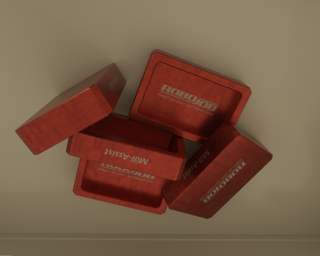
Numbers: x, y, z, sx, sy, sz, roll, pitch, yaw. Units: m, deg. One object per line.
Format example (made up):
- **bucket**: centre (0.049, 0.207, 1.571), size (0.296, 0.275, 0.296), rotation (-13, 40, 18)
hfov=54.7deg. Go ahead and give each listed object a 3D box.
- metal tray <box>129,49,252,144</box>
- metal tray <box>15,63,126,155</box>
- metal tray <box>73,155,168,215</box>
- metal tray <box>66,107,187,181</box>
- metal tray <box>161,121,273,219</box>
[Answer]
- **metal tray**: centre (0.036, -0.035, 0.395), size (0.131, 0.030, 0.089), rotation (20, 109, -8)
- **metal tray**: centre (-0.089, -0.028, 0.341), size (0.090, 0.130, 0.030), rotation (-28, 108, 10)
- **metal tray**: centre (-0.045, 0.062, 0.428), size (0.131, 0.030, 0.089), rotation (15, 109, -6)
- **metal tray**: centre (-0.037, 0.016, 0.379), size (0.131, 0.090, 0.030), rotation (15, 109, -6)
- **metal tray**: centre (0.075, 0.061, 0.409), size (0.090, 0.030, 0.130), rotation (27, 110, -40)
